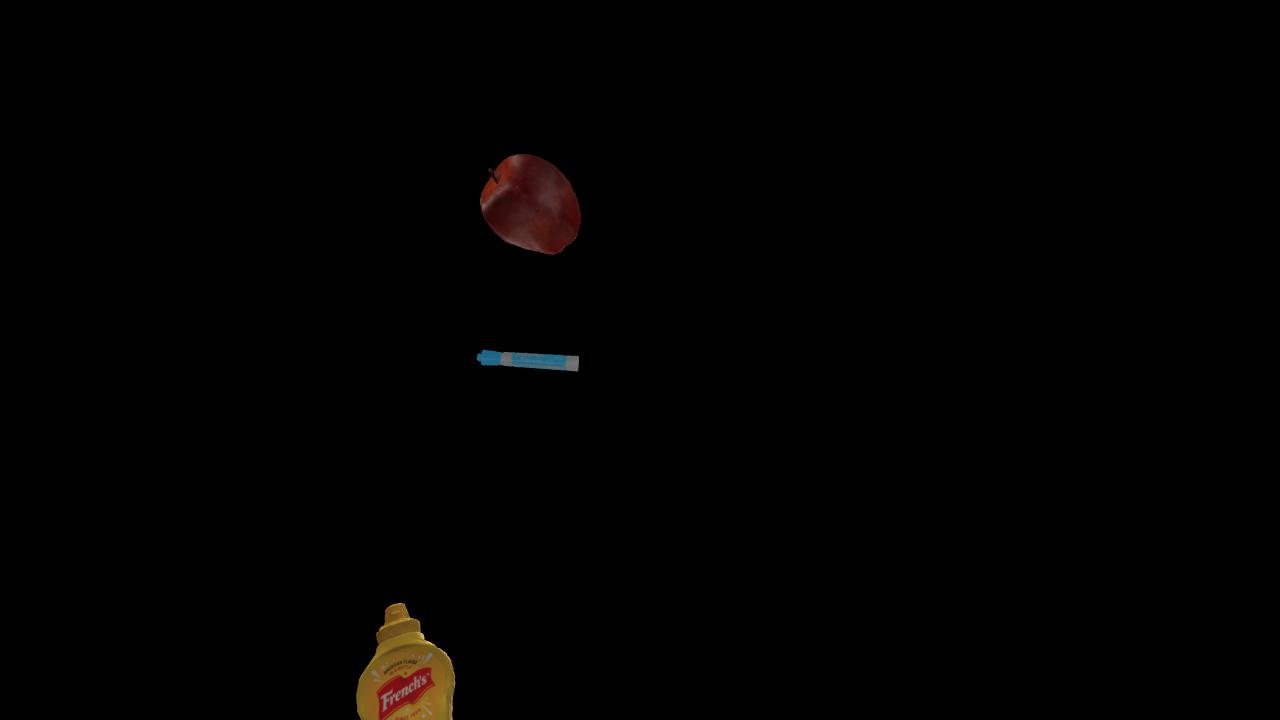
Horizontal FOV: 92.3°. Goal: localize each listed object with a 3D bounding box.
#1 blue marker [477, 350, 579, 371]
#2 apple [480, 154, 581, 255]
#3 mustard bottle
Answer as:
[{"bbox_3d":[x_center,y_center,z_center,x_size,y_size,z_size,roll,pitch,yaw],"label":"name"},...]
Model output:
[{"bbox_3d":[-0.134,0.001,0.740,0.121,0.020,0.020,4,0,-3],"label":"blue marker"},{"bbox_3d":[-0.096,-0.137,0.544,0.093,0.079,0.079,35,-21,-33],"label":"apple"},{"bbox_3d":[-0.222,0.325,0.588,0.092,0.184,0.054,-15,-31,-13],"label":"mustard bottle"}]
